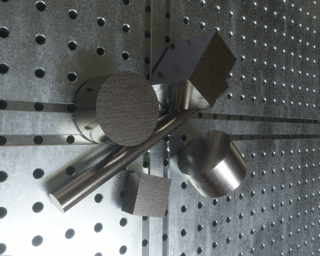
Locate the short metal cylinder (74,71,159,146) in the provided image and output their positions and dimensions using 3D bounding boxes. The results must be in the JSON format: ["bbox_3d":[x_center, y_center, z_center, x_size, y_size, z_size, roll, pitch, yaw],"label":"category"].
[{"bbox_3d":[-0.048,-0.021,0.348,0.081,0.050,0.079,0,90,-40],"label":"short metal cylinder"}]

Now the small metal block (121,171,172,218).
[{"bbox_3d":[-0.016,0.084,0.391,0.050,0.025,0.050,19,78,-38],"label":"small metal block"}]

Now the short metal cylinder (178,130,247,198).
[{"bbox_3d":[0.072,0.049,0.430,0.050,0.080,0.080,51,60,-28],"label":"short metal cylinder"}]

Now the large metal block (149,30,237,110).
[{"bbox_3d":[0.039,-0.071,0.402,0.050,0.080,0.080,44,64,-32],"label":"large metal block"}]

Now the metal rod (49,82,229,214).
[{"bbox_3d":[-0.004,0.005,0.402,0.302,0.025,0.025,-35,112,-34],"label":"metal rod"}]
